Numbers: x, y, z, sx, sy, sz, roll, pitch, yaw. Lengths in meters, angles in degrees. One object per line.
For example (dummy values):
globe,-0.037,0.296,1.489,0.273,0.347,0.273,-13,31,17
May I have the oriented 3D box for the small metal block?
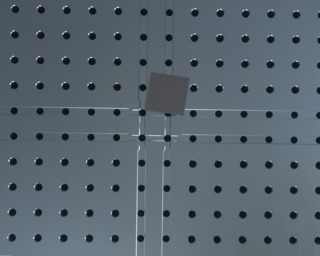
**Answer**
small metal block,0.010,-0.044,0.414,0.050,0.025,0.050,8,90,-1
